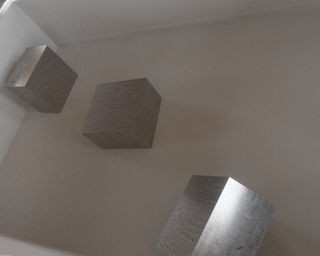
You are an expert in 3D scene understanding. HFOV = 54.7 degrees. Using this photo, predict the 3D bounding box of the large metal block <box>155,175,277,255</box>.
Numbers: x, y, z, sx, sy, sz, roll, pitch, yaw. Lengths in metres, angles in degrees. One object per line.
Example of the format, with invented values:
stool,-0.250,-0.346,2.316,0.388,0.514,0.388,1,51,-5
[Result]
large metal block,0.047,0.091,0.283,0.080,0.050,0.080,-60,10,-15

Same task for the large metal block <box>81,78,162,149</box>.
large metal block,-0.050,-0.018,0.427,0.080,0.050,0.080,-3,60,26

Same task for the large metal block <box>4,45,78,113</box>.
large metal block,-0.197,-0.080,0.523,0.050,0.080,0.080,3,63,30
